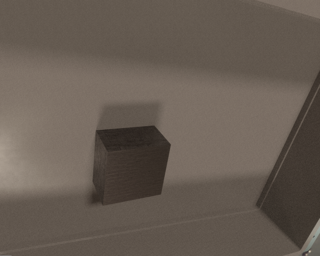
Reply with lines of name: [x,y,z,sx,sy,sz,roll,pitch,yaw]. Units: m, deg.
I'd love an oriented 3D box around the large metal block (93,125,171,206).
large metal block: [-0.039,0.046,0.401,0.081,0.050,0.079,-5,121,-26]
